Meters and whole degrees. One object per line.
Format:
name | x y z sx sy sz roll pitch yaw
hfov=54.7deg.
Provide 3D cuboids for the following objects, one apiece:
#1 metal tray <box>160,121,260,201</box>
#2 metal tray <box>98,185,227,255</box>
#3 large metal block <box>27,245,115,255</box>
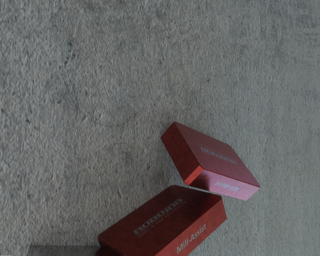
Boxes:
metal tray | 0.070 0.047 0.425 0.131 0.090 0.030 22 117 -38
metal tray | 0.005 0.118 0.368 0.131 0.090 0.030 -27 109 -37
large metal block | -0.093 0.167 0.312 0.080 0.050 0.080 18 79 -39
